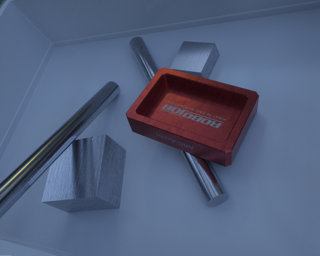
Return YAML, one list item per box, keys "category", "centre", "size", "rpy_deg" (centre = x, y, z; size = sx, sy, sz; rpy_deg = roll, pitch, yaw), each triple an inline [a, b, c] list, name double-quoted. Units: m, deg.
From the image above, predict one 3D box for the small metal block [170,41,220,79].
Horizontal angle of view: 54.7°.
- category: "small metal block"
  centre: [0.049, -0.093, 0.436]
  size: [0.050, 0.025, 0.050]
  rpy_deg: [14, 69, 33]

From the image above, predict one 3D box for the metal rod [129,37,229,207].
- category: "metal rod"
  centre: [0.011, -0.031, 0.417]
  size: [0.025, 0.025, 0.300]
  rpy_deg: [-31, 52, 8]

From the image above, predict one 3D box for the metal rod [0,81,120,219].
- category: "metal rod"
  centre: [-0.129, 0.024, 0.373]
  size: [0.025, 0.025, 0.301]
  rpy_deg: [-1, 34, 27]

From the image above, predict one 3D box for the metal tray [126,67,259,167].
- category: "metal tray"
  centre: [0.038, -0.018, 0.366]
  size: [0.130, 0.030, 0.090]
  rpy_deg: [20, 59, 24]

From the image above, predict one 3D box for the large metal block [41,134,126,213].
- category: "large metal block"
  centre: [-0.095, 0.061, 0.401]
  size: [0.080, 0.050, 0.080]
  rpy_deg: [-10, 57, 22]
